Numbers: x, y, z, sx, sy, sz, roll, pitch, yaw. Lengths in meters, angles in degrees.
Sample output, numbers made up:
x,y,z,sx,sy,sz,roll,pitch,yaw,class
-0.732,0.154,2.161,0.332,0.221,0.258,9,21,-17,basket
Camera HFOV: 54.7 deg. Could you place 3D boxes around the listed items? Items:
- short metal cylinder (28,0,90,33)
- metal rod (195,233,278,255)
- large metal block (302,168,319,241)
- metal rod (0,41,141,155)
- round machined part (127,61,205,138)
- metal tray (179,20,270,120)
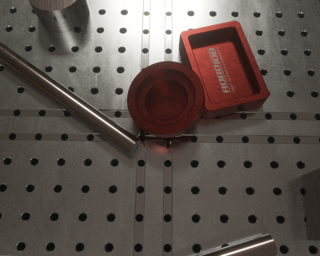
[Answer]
x,y,z,sx,sy,sz,roll,pitch,yaw,class
-0.152,-0.192,0.467,0.081,0.050,0.080,0,70,0,short metal cylinder
-0.014,0.174,0.347,0.302,0.025,0.025,-15,71,-6,metal rod
0.223,0.094,0.367,0.081,0.050,0.080,4,70,1,large metal block
-0.155,-0.058,0.430,0.300,0.025,0.025,34,73,11,metal rod
0.010,-0.034,0.408,0.098,0.042,0.098,-3,76,11,round machined part
0.087,-0.085,0.440,0.091,0.030,0.130,-13,71,-6,metal tray
